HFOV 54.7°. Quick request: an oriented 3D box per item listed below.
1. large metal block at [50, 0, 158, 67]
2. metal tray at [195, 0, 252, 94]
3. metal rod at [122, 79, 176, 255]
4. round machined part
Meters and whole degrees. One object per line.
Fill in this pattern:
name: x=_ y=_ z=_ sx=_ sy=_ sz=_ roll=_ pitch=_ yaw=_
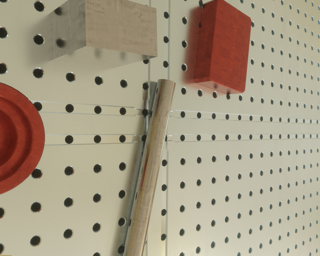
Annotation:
large metal block: x=-0.060 y=-0.098 z=0.324 sx=0.081 sy=0.080 sz=0.050 roll=-2 pitch=92 yaw=-40
metal tray: x=0.103 y=-0.127 z=0.495 sx=0.091 sy=0.030 sz=0.129 roll=11 pitch=83 yaw=-40
metal rod: x=-0.019 y=0.083 z=0.395 sx=0.025 sy=0.025 sz=0.299 roll=18 pitch=78 yaw=-39
round machined part: x=-0.156 y=0.009 z=0.268 sx=0.099 sy=0.042 sz=0.097 roll=0 pitch=90 yaw=-40
